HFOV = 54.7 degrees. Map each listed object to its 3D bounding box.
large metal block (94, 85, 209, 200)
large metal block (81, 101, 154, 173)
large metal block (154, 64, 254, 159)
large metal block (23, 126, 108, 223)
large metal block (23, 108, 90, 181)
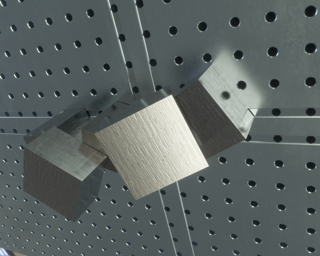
[{"bbox_3d":[-0.007,0.014,0.317,0.080,0.050,0.080,-27,106,7],"label":"large metal block"},{"bbox_3d":[-0.043,0.013,0.404,0.080,0.080,0.050,17,125,18],"label":"large metal block"},{"bbox_3d":[0.048,-0.013,0.361,0.080,0.050,0.080,-34,100,38],"label":"large metal block"},{"bbox_3d":[-0.120,0.058,0.387,0.080,0.050,0.079,28,128,11],"label":"large metal block"},{"bbox_3d":[-0.139,0.026,0.462,0.050,0.080,0.080,-6,115,31],"label":"large metal block"}]
